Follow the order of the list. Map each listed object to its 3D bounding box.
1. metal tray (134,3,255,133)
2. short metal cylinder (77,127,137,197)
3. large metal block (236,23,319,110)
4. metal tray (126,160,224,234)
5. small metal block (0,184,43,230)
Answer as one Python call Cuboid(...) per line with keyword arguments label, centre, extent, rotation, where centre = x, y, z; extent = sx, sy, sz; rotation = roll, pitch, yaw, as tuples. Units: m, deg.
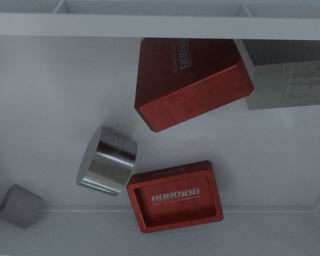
Cuboid(label="metal tray", centre=(0.026, -0.062, 0.288), extent=(0.090, 0.130, 0.030), rotation=(-22, 127, 17))
Cuboid(label="short metal cylinder", centre=(-0.071, 0.045, 0.410), extent=(0.050, 0.080, 0.080), rotation=(24, 126, -19))
Cuboid(label="large metal block", centre=(0.126, -0.065, 0.319), extent=(0.080, 0.080, 0.050), rotation=(-4, 130, 3))
Cuboid(label="metal tray", centre=(0.024, 0.107, 0.476), extent=(0.131, 0.030, 0.089), rotation=(-13, 106, 10))
Cuboid(label="small metal block", centre=(-0.225, 0.126, 0.497), extent=(0.025, 0.050, 0.050), rotation=(-36, 122, 26))
